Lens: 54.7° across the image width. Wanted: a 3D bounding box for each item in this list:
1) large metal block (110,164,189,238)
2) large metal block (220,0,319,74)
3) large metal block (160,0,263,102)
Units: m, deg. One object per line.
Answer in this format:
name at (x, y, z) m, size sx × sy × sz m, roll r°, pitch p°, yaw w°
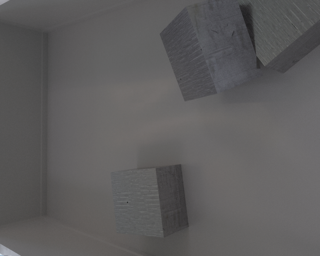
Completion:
large metal block at (-0.015, 0.092, 0.403) m, size 0.080 × 0.050 × 0.080 m, roll -11°, pitch 83°, yaw 39°
large metal block at (0.118, -0.111, 0.293) m, size 0.080 × 0.050 × 0.080 m, roll -43°, pitch 64°, yaw 31°
large metal block at (0.048, -0.076, 0.314) m, size 0.080 × 0.050 × 0.080 m, roll 69°, pitch 164°, yaw -6°
